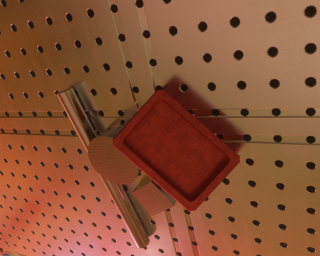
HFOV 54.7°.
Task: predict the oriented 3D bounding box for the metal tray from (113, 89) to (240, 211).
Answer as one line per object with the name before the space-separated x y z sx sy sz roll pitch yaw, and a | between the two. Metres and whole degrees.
metal tray | 0.020 0.026 0.382 0.130 0.030 0.090 41 93 -1

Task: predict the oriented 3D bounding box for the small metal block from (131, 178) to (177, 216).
small metal block | -0.007 0.102 0.476 0.050 0.025 0.050 48 128 -7

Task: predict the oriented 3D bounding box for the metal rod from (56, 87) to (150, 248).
metal rod | -0.084 0.075 0.499 0.025 0.025 0.299 -10 114 32

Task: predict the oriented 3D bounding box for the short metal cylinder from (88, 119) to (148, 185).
short metal cylinder | -0.055 0.034 0.443 0.080 0.050 0.079 13 124 20
